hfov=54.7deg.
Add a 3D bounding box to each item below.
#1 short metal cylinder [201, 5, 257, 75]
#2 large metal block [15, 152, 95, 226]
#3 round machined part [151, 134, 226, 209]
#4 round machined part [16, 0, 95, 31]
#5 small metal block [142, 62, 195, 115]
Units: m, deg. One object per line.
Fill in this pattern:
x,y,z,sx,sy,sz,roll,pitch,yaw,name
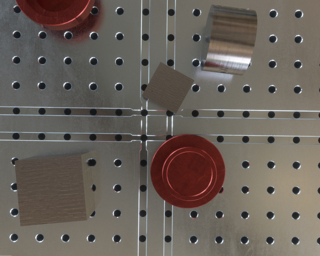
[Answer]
0.083,-0.108,0.386,0.050,0.080,0.080,7,90,0,short metal cylinder
-0.132,0.076,0.400,0.080,0.050,0.080,-5,90,0,large metal block
0.037,0.057,0.405,0.099,0.042,0.097,0,90,0,round machined part
-0.133,-0.175,0.404,0.099,0.042,0.097,0,90,0,round machined part
0.011,-0.052,0.413,0.050,0.025,0.050,29,90,0,small metal block
